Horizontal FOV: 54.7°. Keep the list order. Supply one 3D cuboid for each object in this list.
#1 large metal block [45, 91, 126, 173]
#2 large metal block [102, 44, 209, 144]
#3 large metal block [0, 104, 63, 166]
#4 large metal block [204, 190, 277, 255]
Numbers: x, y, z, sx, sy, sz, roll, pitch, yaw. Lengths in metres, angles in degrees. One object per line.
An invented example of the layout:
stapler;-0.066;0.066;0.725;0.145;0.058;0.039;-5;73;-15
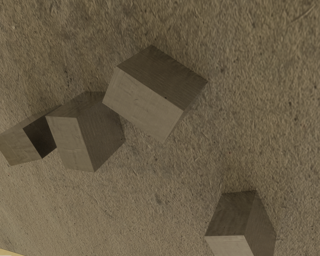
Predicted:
large metal block;-0.097;0.002;0.424;0.050;0.080;0.079;3;120;26
large metal block;-0.003;-0.041;0.348;0.080;0.080;0.050;34;129;5
large metal block;-0.191;0.011;0.479;0.080;0.080;0.050;-14;111;34
large metal block;0.108;0.139;0.401;0.050;0.080;0.080;-16;110;34
